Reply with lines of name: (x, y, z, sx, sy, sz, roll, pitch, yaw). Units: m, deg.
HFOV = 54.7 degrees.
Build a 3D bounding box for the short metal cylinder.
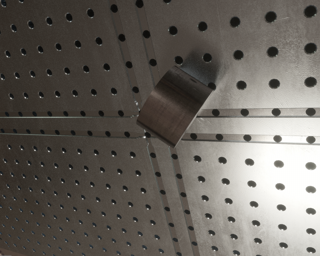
short metal cylinder: (0.017, -0.023, 0.351, 0.050, 0.080, 0.079, 34, 129, 5)
